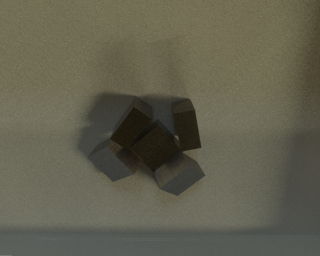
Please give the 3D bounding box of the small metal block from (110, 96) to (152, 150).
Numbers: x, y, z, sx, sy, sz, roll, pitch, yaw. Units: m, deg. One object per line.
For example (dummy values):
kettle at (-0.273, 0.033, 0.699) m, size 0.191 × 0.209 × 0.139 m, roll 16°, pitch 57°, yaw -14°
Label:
small metal block at (-0.035, -0.007, 0.392) m, size 0.025 × 0.050 × 0.050 m, roll 35°, pitch 106°, yaw -12°

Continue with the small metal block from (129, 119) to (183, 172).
small metal block at (-0.005, 0.025, 0.418) m, size 0.050 × 0.025 × 0.050 m, roll -40°, pitch 106°, yaw 13°

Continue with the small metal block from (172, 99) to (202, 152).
small metal block at (0.033, -0.005, 0.394) m, size 0.025 × 0.050 × 0.050 m, roll -11°, pitch 110°, yaw 3°

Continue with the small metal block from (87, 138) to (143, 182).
small metal block at (-0.060, 0.041, 0.412) m, size 0.050 × 0.025 × 0.050 m, roll 47°, pitch 136°, yaw -16°

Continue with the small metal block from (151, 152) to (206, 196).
small metal block at (0.026, 0.063, 0.419) m, size 0.050 × 0.025 × 0.050 m, roll -39°, pitch 143°, yaw 12°
